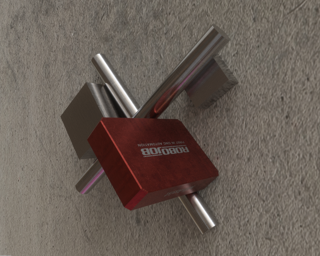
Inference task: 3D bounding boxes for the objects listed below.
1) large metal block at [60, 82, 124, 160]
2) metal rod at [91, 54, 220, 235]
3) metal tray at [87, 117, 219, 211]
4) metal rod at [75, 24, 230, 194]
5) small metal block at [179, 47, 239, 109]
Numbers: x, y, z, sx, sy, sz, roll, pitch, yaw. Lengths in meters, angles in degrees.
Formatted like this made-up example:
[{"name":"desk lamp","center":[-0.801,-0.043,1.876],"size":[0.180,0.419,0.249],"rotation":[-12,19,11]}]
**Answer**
[{"name":"large metal block","center":[-0.095,-0.010,0.465],"size":[0.080,0.050,0.080],"rotation":[-44,64,31]},{"name":"metal rod","center":[-0.018,0.005,0.420],"size":[0.025,0.025,0.299],"rotation":[-49,61,28]},{"name":"metal tray","center":[-0.002,0.032,0.337],"size":[0.030,0.131,0.090],"rotation":[-50,60,29]},{"name":"metal rod","center":[-0.026,-0.005,0.393],"size":[0.299,0.025,0.025],"rotation":[-46,63,29]},{"name":"small metal block","center":[0.054,-0.057,0.360],"size":[0.050,0.025,0.050],"rotation":[-43,65,31]}]
